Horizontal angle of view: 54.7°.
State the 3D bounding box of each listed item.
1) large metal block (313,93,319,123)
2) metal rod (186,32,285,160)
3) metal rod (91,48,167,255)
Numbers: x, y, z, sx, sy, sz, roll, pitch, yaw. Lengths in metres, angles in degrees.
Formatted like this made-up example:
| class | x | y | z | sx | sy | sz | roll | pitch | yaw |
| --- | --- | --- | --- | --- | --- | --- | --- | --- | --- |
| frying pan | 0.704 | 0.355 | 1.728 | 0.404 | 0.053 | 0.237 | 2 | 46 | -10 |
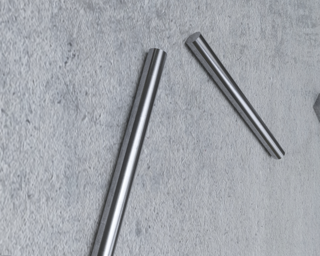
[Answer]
| class | x | y | z | sx | sy | sz | roll | pitch | yaw |
| --- | --- | --- | --- | --- | --- | --- | --- | --- | --- |
| large metal block | 0.420 | -0.039 | 0.726 | 0.050 | 0.080 | 0.080 | -52 | 121 | -27 |
| metal rod | 0.139 | -0.040 | 0.524 | 0.300 | 0.025 | 0.025 | 45 | 63 | -31 |
| metal rod | -0.039 | 0.044 | 0.373 | 0.025 | 0.025 | 0.299 | 24 | 75 | -38 |
